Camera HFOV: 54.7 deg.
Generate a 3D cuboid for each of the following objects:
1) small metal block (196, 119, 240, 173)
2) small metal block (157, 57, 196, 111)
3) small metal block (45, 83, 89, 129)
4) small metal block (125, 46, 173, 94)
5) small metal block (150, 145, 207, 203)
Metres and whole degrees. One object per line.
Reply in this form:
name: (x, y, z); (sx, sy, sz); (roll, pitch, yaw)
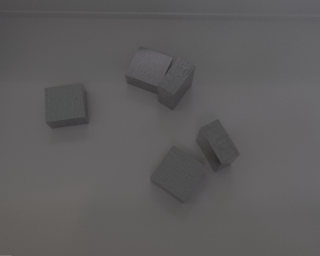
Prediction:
small metal block: (0.071, 0.024, 0.388); (0.025, 0.050, 0.050); (-26, 72, -9)
small metal block: (0.021, -0.059, 0.418); (0.025, 0.050, 0.050); (33, 73, 11)
small metal block: (-0.126, -0.030, 0.420); (0.050, 0.025, 0.050); (-8, 70, -3)
small metal block: (-0.015, -0.081, 0.439); (0.050, 0.025, 0.050); (21, 71, 7)
small metal block: (0.023, 0.058, 0.388); (0.050, 0.025, 0.050); (34, 73, 11)
